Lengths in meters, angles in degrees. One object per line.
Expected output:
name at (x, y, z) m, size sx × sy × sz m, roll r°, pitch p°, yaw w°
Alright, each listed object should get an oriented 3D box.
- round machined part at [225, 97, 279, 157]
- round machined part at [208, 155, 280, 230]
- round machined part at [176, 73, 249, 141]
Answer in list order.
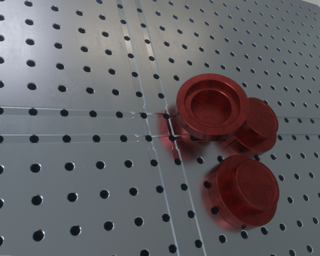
round machined part at (0.142, -0.008, 0.478) m, size 0.099 × 0.042 × 0.098 m, roll 13°, pitch 56°, yaw -21°
round machined part at (0.117, 0.080, 0.411) m, size 0.099 × 0.042 × 0.098 m, roll 14°, pitch 56°, yaw -21°
round machined part at (0.071, -0.025, 0.435) m, size 0.099 × 0.042 × 0.098 m, roll 1°, pitch 63°, yaw -1°
